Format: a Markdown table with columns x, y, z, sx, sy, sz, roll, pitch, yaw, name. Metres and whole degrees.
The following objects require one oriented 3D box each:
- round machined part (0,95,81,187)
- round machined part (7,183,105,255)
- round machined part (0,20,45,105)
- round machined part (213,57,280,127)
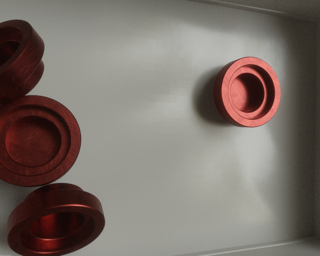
| x | y | z | sx | sy | sz | roll | pitch | yaw | name |
| --- | --- | --- | --- | --- | --- | --- | --- | --- | --- |
| -0.139 | 0.016 | 0.343 | 0.099 | 0.042 | 0.098 | 4 | 77 | -16 | round machined part |
| -0.114 | 0.098 | 0.342 | 0.099 | 0.042 | 0.097 | -14 | 135 | -14 | round machined part |
| -0.163 | -0.063 | 0.322 | 0.098 | 0.098 | 0.042 | -48 | 143 | -14 | round machined part |
| 0.119 | -0.050 | 0.445 | 0.099 | 0.042 | 0.097 | 0 | 90 | -20 | round machined part |
